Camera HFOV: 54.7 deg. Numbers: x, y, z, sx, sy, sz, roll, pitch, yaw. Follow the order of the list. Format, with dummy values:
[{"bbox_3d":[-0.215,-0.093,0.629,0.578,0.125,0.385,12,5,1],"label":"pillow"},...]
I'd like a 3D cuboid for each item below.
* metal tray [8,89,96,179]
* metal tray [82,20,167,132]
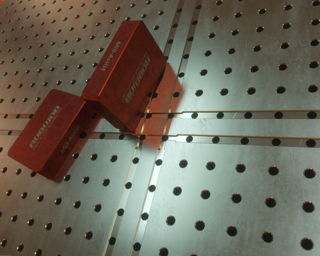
[{"bbox_3d":[-0.170,0.005,0.489,0.090,0.030,0.130,18,71,34],"label":"metal tray"},{"bbox_3d":[-0.044,-0.072,0.431,0.030,0.090,0.130,12,67,33],"label":"metal tray"}]
